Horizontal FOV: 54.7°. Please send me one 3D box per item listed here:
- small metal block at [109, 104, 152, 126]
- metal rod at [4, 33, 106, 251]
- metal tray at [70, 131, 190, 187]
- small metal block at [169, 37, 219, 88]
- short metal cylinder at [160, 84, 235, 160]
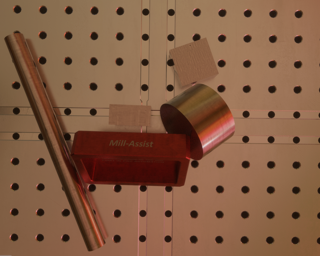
[{"bbox_3d":[-0.037,-0.016,0.400,0.050,0.050,0.025,2,90,0],"label":"small metal block"},{"bbox_3d":[-0.139,0.019,0.412,0.025,0.025,0.299,-22,90,0],"label":"metal rod"},{"bbox_3d":[-0.032,0.040,0.379,0.131,0.090,0.030,2,59,0],"label":"metal tray"},{"bbox_3d":[0.044,-0.086,0.413,0.050,0.025,0.050,-19,90,0],"label":"small metal block"},{"bbox_3d":[0.044,-0.007,0.380,0.050,0.080,0.080,-33,90,-19],"label":"short metal cylinder"}]
